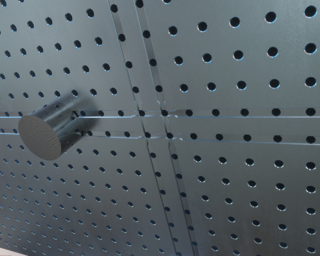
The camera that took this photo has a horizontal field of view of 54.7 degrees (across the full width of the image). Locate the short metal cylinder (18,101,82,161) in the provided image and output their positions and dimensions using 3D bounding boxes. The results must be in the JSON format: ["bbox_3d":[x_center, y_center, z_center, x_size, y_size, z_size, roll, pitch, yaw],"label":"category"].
[{"bbox_3d":[-0.171,0.004,0.485,0.080,0.050,0.079,13,124,20],"label":"short metal cylinder"}]
